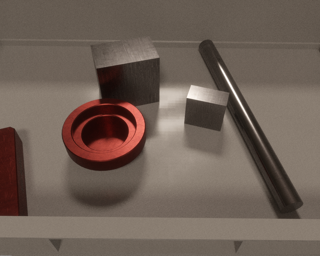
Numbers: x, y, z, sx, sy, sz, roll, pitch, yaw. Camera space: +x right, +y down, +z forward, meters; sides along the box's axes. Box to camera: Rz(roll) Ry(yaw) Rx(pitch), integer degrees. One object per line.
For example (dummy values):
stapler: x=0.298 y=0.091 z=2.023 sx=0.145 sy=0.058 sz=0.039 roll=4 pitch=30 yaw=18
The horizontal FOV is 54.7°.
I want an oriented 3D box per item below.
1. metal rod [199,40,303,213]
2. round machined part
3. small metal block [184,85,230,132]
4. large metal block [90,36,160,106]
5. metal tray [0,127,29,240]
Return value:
metal rod: x=0.110 y=-0.026 z=0.428 sx=0.025 sy=0.025 sz=0.300 roll=-9 pitch=51 yaw=-8
round machined part: x=-0.066 y=0.012 z=0.383 sx=0.099 sy=0.042 sz=0.098 roll=0 pitch=50 yaw=0
small metal block: x=0.061 y=-0.026 z=0.411 sx=0.050 sy=0.050 sz=0.025 roll=13 pitch=51 yaw=10
large metal block: x=-0.046 y=-0.074 z=0.431 sx=0.081 sy=0.080 sz=0.050 roll=-13 pitch=51 yaw=-11
metal tray: x=-0.202 y=0.064 z=0.345 sx=0.091 sy=0.030 sz=0.130 roll=-14 pitch=52 yaw=-13
